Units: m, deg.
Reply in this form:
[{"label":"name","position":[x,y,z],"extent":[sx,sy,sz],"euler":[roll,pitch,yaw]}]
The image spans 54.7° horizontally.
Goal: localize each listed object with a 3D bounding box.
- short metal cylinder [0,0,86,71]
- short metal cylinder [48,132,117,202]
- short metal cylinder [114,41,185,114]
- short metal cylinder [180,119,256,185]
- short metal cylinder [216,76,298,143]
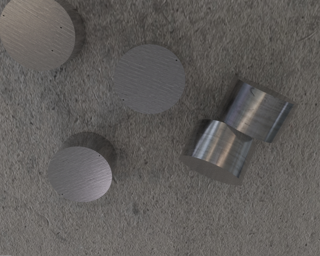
[{"label":"short metal cylinder","position":[-0.131,-0.110,0.355],"extent":[0.081,0.050,0.079],"euler":[0,110,0]},{"label":"short metal cylinder","position":[-0.101,0.051,0.414],"extent":[0.081,0.050,0.079],"euler":[0,110,0]},{"label":"short metal cylinder","position":[-0.011,-0.062,0.373],"extent":[0.081,0.050,0.079],"euler":[0,110,0]},{"label":"short metal cylinder","position":[0.071,0.031,0.385],"extent":[0.080,0.080,0.050],"euler":[29,74,-11]},{"label":"short metal cylinder","position":[0.115,-0.024,0.373],"extent":[0.080,0.080,0.050],"euler":[21,109,-8]}]
